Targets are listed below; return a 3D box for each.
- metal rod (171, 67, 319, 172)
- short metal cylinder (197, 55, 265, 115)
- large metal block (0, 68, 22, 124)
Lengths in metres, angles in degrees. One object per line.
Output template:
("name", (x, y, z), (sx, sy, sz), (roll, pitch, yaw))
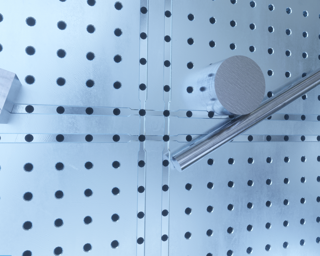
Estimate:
("metal rod", (0.147, -0.020, 0.468), (0.302, 0.025, 0.025), (-29, 100, -18))
("short metal cylinder", (0.100, -0.058, 0.438), (0.081, 0.050, 0.079), (0, 90, -21))
("large metal block", (-0.193, -0.040, 0.312), (0.081, 0.080, 0.050), (19, 84, -19))
